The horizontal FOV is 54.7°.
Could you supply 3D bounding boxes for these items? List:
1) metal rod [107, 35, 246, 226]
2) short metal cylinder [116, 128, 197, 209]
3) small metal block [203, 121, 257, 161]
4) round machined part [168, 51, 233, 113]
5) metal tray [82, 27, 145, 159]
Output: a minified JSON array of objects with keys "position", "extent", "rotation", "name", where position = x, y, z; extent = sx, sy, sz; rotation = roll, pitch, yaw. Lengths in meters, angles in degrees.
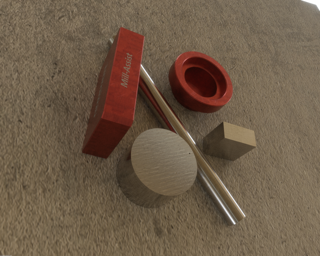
[{"position":[0.016,-0.005,0.420],"extent":[0.025,0.025,0.299],"rotation":[-25,75,-37],"name":"metal rod"},{"position":[-0.005,0.047,0.359],"extent":[0.081,0.050,0.080],"rotation":[14,56,-21],"name":"short metal cylinder"},{"position":[0.095,0.020,0.427],"extent":[0.050,0.050,0.025],"rotation":[15,56,-20],"name":"small metal block"},{"position":[0.056,-0.064,0.465],"extent":[0.099,0.042,0.098],"rotation":[14,56,-21],"name":"round machined part"},{"position":[-0.054,-0.041,0.360],"extent":[0.030,0.090,0.130],"rotation":[17,55,-19],"name":"metal tray"}]
